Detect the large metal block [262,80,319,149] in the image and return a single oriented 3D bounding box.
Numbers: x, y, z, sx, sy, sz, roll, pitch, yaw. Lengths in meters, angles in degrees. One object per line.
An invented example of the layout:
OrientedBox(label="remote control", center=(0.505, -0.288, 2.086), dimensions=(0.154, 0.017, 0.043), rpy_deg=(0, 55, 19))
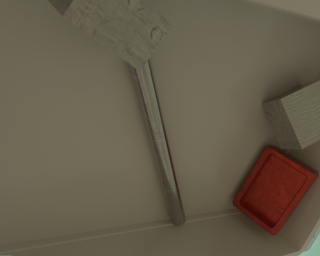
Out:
OrientedBox(label="large metal block", center=(0.219, -0.020, 0.479), dimensions=(0.081, 0.050, 0.080), rpy_deg=(-25, 93, -13))

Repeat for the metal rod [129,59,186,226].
OrientedBox(label="metal rod", center=(0.004, 0.038, 0.435), dimensions=(0.025, 0.025, 0.298), rpy_deg=(-24, 128, -14))

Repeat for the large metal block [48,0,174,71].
OrientedBox(label="large metal block", center=(-0.047, -0.106, 0.283), dimensions=(0.080, 0.080, 0.050), rpy_deg=(31, 101, -38))

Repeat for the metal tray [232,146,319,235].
OrientedBox(label="metal tray", center=(0.198, 0.107, 0.541), dimensions=(0.030, 0.090, 0.129), rpy_deg=(-1, 122, -55))
